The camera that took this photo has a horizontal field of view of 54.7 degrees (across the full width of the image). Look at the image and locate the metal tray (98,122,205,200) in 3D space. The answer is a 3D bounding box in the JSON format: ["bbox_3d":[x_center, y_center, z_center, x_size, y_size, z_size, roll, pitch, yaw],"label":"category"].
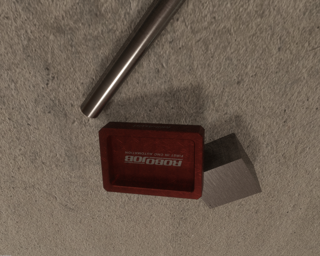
[{"bbox_3d":[-0.010,0.041,0.401,0.131,0.030,0.089,3,108,11],"label":"metal tray"}]

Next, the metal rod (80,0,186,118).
[{"bbox_3d":[0.000,-0.114,0.309,0.025,0.025,0.299,29,124,-23],"label":"metal rod"}]

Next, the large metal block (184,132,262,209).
[{"bbox_3d":[0.089,0.064,0.447,0.080,0.050,0.080,-24,126,19],"label":"large metal block"}]
